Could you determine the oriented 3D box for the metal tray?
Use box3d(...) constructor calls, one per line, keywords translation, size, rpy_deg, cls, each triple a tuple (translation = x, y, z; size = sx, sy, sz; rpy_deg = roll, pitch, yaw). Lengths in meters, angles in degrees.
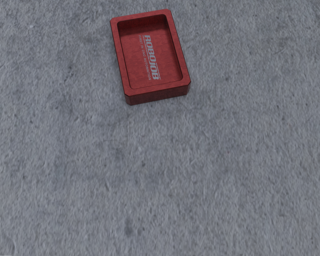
box3d(translation=(-0.015, -0.103, 0.442), size=(0.091, 0.030, 0.129), rpy_deg=(-12, 71, -5), cls="metal tray")
